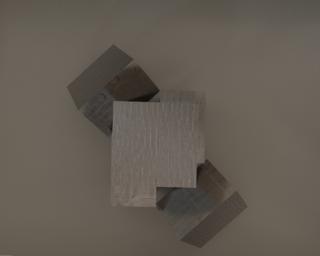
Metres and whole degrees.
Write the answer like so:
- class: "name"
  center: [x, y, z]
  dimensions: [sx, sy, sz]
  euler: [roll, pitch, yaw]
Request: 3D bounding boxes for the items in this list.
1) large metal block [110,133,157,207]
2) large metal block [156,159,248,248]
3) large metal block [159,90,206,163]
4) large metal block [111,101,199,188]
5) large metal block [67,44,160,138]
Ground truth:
- class: "large metal block"
  center: [-0.029, 0.047, 0.382]
  dimensions: [0.050, 0.080, 0.080]
  euler: [1, 90, 0]
- class: "large metal block"
  center: [0.053, 0.094, 0.375]
  dimensions: [0.080, 0.080, 0.050]
  euler: [-41, 55, 0]
- class: "large metal block"
  center: [0.024, -0.001, 0.381]
  dimensions: [0.050, 0.080, 0.080]
  euler: [1, 90, 0]
- class: "large metal block"
  center: [-0.005, 0.015, 0.317]
  dimensions: [0.081, 0.050, 0.080]
  euler: [2, 90, 0]
- class: "large metal block"
  center: [-0.059, -0.048, 0.374]
  dimensions: [0.080, 0.080, 0.050]
  euler: [-43, 125, 0]
